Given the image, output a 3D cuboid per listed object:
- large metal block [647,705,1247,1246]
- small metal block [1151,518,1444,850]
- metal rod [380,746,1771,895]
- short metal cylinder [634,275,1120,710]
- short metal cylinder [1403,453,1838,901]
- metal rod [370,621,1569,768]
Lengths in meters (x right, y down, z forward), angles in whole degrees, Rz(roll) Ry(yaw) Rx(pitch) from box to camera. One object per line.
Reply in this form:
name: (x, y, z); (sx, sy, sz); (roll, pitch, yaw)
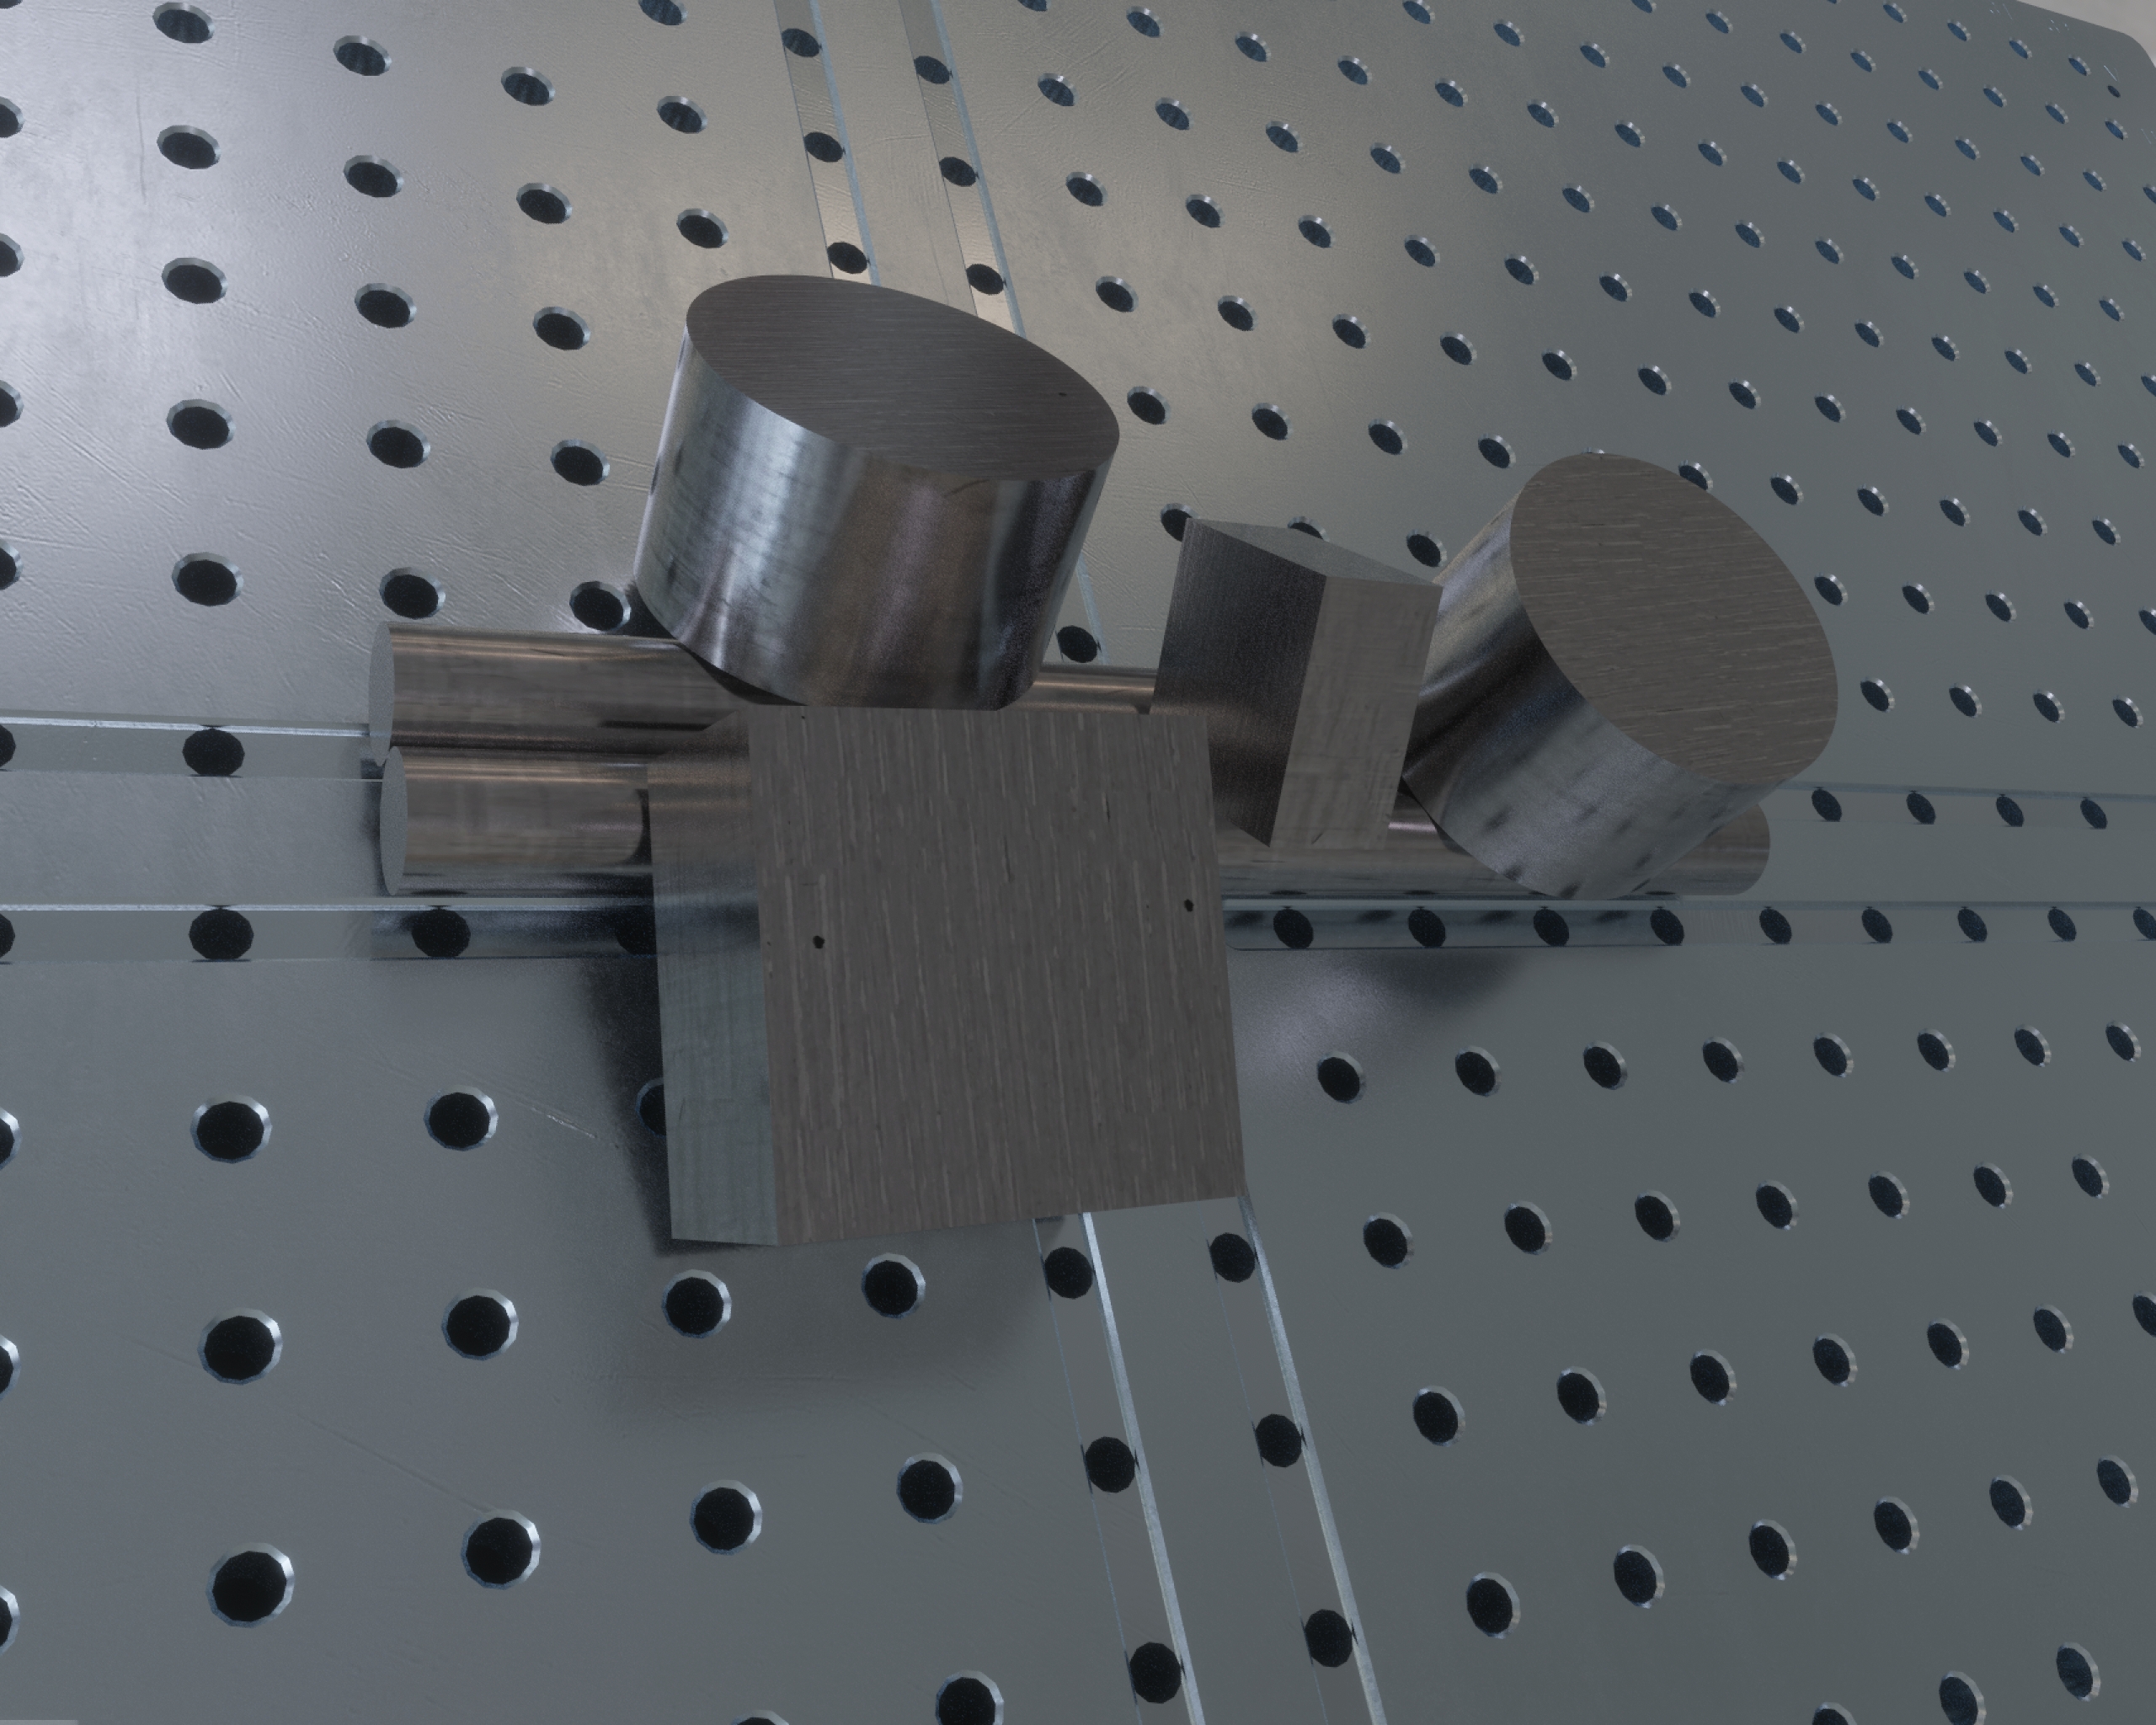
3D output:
large metal block: (-0.023, 0.019, 0.346); (0.081, 0.050, 0.080); (-1, 82, -29)
small metal block: (0.039, -0.034, 0.393); (0.025, 0.050, 0.050); (1, 19, -28)
metal rod: (0.020, -0.006, 0.418); (0.303, 0.025, 0.025); (0, 62, -28)
short metal cylinder: (-0.038, -0.069, 0.391); (0.081, 0.050, 0.080); (15, 33, -9)
short metal cylinder: (0.110, -0.039, 0.439); (0.081, 0.050, 0.080); (14, 56, -21)
metal rod: (0.014, -0.028, 0.428); (0.303, 0.025, 0.025); (0, 62, -28)
